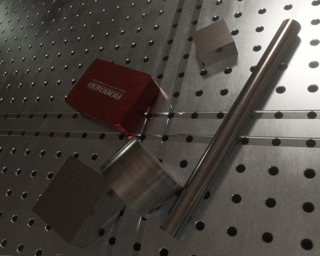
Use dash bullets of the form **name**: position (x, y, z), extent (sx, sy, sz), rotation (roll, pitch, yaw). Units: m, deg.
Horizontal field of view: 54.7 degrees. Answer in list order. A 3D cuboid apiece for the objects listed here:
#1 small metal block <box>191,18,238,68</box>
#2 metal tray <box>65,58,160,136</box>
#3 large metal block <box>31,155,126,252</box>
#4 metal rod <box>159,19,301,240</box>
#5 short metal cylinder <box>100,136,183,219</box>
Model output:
- **small metal block**: position (0.077, -0.121, 0.441), extent (0.050, 0.025, 0.050), rotation (-22, 54, 14)
- **metal tray**: position (-0.075, -0.052, 0.475), extent (0.130, 0.030, 0.090), rotation (24, 74, 36)
- **large metal block**: position (-0.096, 0.092, 0.385), extent (0.080, 0.050, 0.080), rotation (23, 74, 36)
- **metal rod**: position (0.090, -0.009, 0.365), extent (0.025, 0.025, 0.300), rotation (24, 74, 36)
- **short metal cylinder**: position (-0.021, 0.055, 0.349), extent (0.050, 0.080, 0.080), rotation (-44, 51, -2)
